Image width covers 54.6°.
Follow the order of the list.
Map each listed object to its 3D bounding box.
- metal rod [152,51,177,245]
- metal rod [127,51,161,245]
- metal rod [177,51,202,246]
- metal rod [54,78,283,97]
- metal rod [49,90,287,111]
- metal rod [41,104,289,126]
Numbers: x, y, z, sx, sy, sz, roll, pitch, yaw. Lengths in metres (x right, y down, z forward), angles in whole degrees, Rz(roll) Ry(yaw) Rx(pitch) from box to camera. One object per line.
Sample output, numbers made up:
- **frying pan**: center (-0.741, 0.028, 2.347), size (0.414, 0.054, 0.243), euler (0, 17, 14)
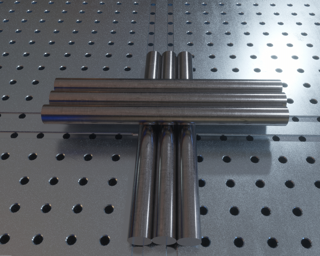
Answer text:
- **metal rod**: center (0.010, -0.001, 0.409), size (0.025, 0.025, 0.300), euler (2, 50, 1)
- **metal rod**: center (-0.015, -0.001, 0.408), size (0.025, 0.025, 0.300), euler (2, 50, 1)
- **metal rod**: center (0.035, 0.000, 0.408), size (0.025, 0.025, 0.300), euler (2, 50, 1)
- **metal rod**: center (0.011, -0.055, 0.421), size (0.302, 0.025, 0.025), euler (0, 50, 0)
- **metal rod**: center (0.010, -0.035, 0.405), size (0.302, 0.025, 0.025), euler (0, 50, 0)
- **metal rod**: center (0.006, -0.016, 0.389), size (0.302, 0.025, 0.025), euler (0, 50, 0)
